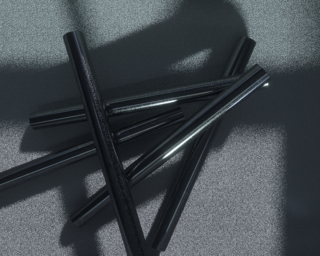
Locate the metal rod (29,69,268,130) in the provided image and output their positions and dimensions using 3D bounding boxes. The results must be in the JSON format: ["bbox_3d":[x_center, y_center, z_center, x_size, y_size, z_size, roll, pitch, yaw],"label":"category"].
[{"bbox_3d":[-0.018,-0.034,0.396,0.302,0.025,0.025,-10,90,5],"label":"metal rod"}]

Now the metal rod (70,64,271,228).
[{"bbox_3d":[0.004,0.029,0.383,0.300,0.025,0.025,-39,91,11],"label":"metal rod"}]

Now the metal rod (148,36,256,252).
[{"bbox_3d":[0.056,0.020,0.412,0.025,0.025,0.299,24,90,-1],"label":"metal rod"}]

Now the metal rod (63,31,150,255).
[{"bbox_3d":[-0.063,0.028,0.372,0.025,0.025,0.298,-17,86,0],"label":"metal rod"}]

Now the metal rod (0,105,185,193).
[{"bbox_3d":[-0.112,0.034,0.409,0.301,0.025,0.025,-21,90,-1],"label":"metal rod"}]
